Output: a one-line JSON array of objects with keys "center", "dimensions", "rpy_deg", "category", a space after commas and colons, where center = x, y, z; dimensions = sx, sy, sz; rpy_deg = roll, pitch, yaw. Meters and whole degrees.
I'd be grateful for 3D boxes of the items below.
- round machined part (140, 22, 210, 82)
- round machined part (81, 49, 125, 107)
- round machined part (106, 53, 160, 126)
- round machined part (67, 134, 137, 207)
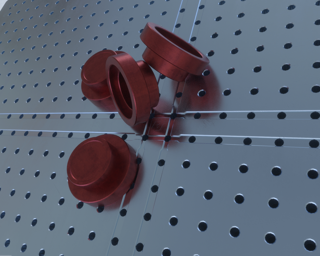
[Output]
[{"center": [0.015, -0.099, 0.422], "dimensions": [0.042, 0.099, 0.098], "rpy_deg": [-57, 47, 23], "category": "round machined part"}, {"center": [-0.087, -0.086, 0.497], "dimensions": [0.098, 0.042, 0.098], "rpy_deg": [-13, 56, 21], "category": "round machined part"}, {"center": [-0.035, -0.055, 0.423], "dimensions": [0.042, 0.097, 0.098], "rpy_deg": [-21, 47, -22], "category": "round machined part"}, {"center": [-0.083, 0.051, 0.411], "dimensions": [0.098, 0.042, 0.098], "rpy_deg": [-13, 56, 21], "category": "round machined part"}]
